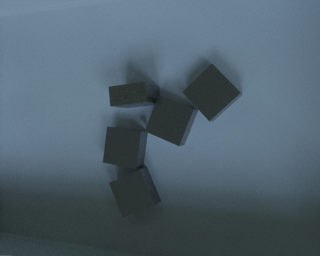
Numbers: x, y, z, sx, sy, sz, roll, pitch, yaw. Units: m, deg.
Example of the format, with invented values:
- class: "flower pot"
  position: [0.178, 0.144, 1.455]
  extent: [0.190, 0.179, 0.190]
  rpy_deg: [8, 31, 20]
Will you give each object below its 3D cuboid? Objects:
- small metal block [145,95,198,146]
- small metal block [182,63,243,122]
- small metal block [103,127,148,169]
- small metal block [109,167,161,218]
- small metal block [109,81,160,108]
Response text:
- class: "small metal block"
  position: [0.015, -0.010, 0.404]
  extent: [0.050, 0.025, 0.050]
  rpy_deg: [23, 98, 18]
- class: "small metal block"
  position: [0.066, -0.043, 0.387]
  extent: [0.050, 0.025, 0.050]
  rpy_deg: [-44, 77, 14]
- class: "small metal block"
  position: [-0.047, 0.026, 0.426]
  extent: [0.050, 0.025, 0.050]
  rpy_deg: [8, 93, 19]
- class: "small metal block"
  position: [-0.034, 0.087, 0.421]
  extent: [0.050, 0.025, 0.050]
  rpy_deg: [-26, 82, 17]
- class: "small metal block"
  position: [-0.032, -0.042, 0.408]
  extent: [0.050, 0.050, 0.025]
  rpy_deg: [-5, 88, 19]
